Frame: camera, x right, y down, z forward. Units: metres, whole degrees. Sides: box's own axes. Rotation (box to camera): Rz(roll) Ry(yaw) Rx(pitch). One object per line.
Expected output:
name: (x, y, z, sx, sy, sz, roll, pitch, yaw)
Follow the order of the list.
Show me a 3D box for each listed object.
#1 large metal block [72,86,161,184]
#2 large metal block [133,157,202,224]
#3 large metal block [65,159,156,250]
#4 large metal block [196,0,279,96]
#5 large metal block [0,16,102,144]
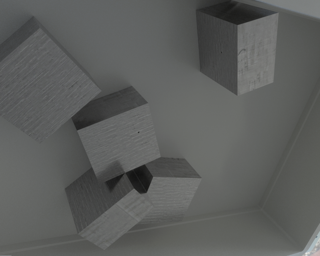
large metal block: (-0.052, 0.007, 0.368, 0.081, 0.050, 0.080, -23, 127, -15)
large metal block: (0.001, 0.089, 0.448, 0.081, 0.050, 0.079, 7, 115, -32)
large metal block: (-0.065, 0.089, 0.392, 0.080, 0.080, 0.050, -39, 130, -2)
large metal block: (0.087, -0.096, 0.361, 0.050, 0.080, 0.080, -21, 127, -16)
large metal block: (-0.119, -0.045, 0.299, 0.080, 0.050, 0.080, -41, 130, 0)
